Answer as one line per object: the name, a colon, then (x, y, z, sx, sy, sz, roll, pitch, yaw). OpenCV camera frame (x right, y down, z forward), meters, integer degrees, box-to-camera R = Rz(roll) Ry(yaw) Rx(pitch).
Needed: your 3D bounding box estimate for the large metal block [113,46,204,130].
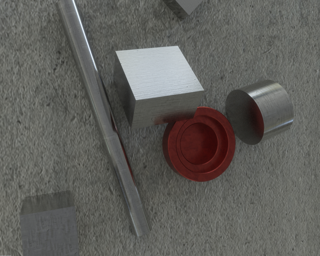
large metal block: (-0.005, -0.051, 0.374, 0.081, 0.050, 0.080, -10, 55, -20)

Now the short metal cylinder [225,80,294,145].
short metal cylinder: (0.136, -0.022, 0.432, 0.050, 0.080, 0.080, -20, 97, -19)

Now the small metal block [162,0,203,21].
small metal block: (0.032, -0.185, 0.422, 0.050, 0.025, 0.050, 44, 76, -15)

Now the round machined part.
round machined part: (0.049, 0.021, 0.419, 0.099, 0.042, 0.097, 0, 90, -21)

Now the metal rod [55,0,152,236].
metal rod: (-0.067, -0.008, 0.384, 0.025, 0.025, 0.298, -20, 97, -19)

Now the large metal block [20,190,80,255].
large metal block: (-0.118, 0.119, 0.337, 0.050, 0.080, 0.079, -5, 92, -20)
